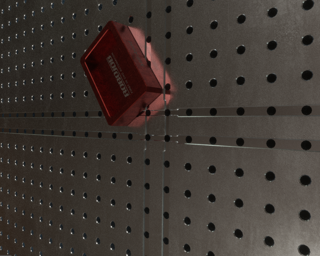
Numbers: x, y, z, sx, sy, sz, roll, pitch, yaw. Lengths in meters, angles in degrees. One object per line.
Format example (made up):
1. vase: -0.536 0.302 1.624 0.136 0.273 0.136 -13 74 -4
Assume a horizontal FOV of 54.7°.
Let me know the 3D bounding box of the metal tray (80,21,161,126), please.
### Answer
1. metal tray: -0.062 -0.079 0.454 0.090 0.030 0.130 -41 66 32
